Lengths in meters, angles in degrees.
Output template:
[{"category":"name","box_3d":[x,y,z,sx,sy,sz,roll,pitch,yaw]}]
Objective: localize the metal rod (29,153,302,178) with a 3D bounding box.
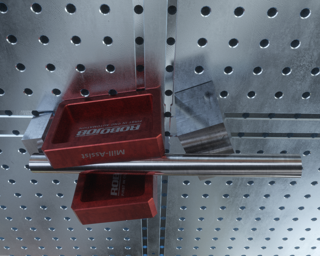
[{"category":"metal rod","box_3d":[-0.005,0.041,0.347,0.301,0.025,0.025,-1,131,12]}]

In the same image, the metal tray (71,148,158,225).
[{"category":"metal tray","box_3d":[-0.050,0.052,0.386,0.090,0.130,0.030,-7,130,5]}]

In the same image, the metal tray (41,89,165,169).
[{"category":"metal tray","box_3d":[-0.061,-0.001,0.366,0.131,0.090,0.030,-7,131,5]}]

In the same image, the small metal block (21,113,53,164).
[{"category":"small metal block","box_3d":[-0.151,0.016,0.406,0.025,0.050,0.050,-6,130,5]}]

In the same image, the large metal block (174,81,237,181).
[{"category":"large metal block","box_3d":[0.057,0.003,0.378,0.050,0.080,0.080,-18,128,14]}]
